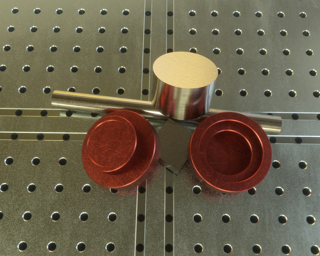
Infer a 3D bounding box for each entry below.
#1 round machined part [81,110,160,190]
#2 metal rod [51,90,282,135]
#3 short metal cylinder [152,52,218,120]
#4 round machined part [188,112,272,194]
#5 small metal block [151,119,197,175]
[{"bbox_3d":[-0.053,0.023,0.376,0.098,0.042,0.098,-6,70,17],"label":"round machined part"},{"bbox_3d":[0.007,-0.021,0.416,0.302,0.025,0.025,7,70,2],"label":"metal rod"},{"bbox_3d":[0.030,-0.056,0.399,0.081,0.050,0.080,3,44,-2],"label":"short metal cylinder"},{"bbox_3d":[0.083,0.032,0.385,0.099,0.042,0.098,1,72,-3],"label":"round machined part"},{"bbox_3d":[0.017,0.024,0.399,0.050,0.025,0.050,35,73,11],"label":"small metal block"}]
